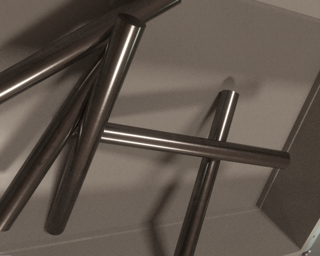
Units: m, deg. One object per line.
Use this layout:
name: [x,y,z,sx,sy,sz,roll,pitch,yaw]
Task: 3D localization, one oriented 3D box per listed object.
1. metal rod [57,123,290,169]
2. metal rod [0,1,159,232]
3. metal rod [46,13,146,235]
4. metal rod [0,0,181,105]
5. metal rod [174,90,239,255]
metal rod: [0.027,0.021,0.386,0.302,0.025,0.025,9,115,-16]
metal rod: [-0.087,-0.023,0.322,0.025,0.025,0.299,33,92,-39]
metal rod: [-0.082,0.022,0.337,0.025,0.025,0.298,5,129,-31]
metal rod: [-0.117,-0.055,0.290,0.301,0.025,0.025,-30,129,-2]
metal rod: [0.055,0.092,0.417,0.025,0.025,0.299,23,80,-37]
